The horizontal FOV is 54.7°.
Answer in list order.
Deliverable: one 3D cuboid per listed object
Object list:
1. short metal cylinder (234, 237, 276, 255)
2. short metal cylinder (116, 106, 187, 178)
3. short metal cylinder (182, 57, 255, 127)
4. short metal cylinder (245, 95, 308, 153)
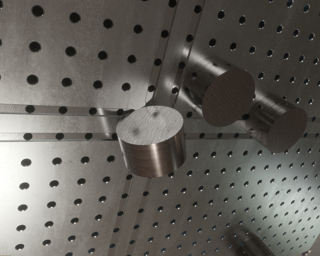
[{"bbox_3d":[0.215,0.296,0.699,0.081,0.050,0.079,-14,125,-21],"label":"short metal cylinder"},{"bbox_3d":[-0.009,0.015,0.381,0.081,0.080,0.050,-21,127,-16],"label":"short metal cylinder"},{"bbox_3d":[0.077,-0.048,0.409,0.081,0.050,0.079,-14,125,-21],"label":"short metal cylinder"},{"bbox_3d":[0.185,-0.007,0.495,0.081,0.050,0.079,-14,125,-21],"label":"short metal cylinder"}]
